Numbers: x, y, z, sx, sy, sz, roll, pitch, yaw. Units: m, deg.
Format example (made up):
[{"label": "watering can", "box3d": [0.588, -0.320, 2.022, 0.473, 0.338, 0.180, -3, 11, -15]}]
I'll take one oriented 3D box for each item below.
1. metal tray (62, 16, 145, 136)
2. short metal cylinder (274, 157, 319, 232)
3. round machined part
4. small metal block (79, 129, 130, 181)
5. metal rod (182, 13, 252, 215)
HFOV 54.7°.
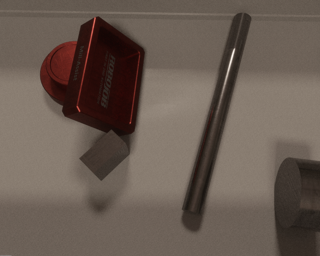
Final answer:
[{"label": "metal tray", "box3d": [-0.067, -0.063, 0.398, 0.030, 0.090, 0.130, -11, 64, 39]}, {"label": "short metal cylinder", "box3d": [0.170, 0.076, 0.355, 0.050, 0.080, 0.080, 7, 70, 2]}, {"label": "round machined part", "box3d": [-0.117, -0.080, 0.428, 0.099, 0.042, 0.098, 0, 70, 0]}, {"label": "small metal block", "box3d": [-0.067, 0.035, 0.383, 0.025, 0.050, 0.050, 43, 75, 13]}, {"label": "metal rod", "box3d": [0.082, -0.033, 0.422, 0.025, 0.025, 0.299, 16, 71, 5]}]
